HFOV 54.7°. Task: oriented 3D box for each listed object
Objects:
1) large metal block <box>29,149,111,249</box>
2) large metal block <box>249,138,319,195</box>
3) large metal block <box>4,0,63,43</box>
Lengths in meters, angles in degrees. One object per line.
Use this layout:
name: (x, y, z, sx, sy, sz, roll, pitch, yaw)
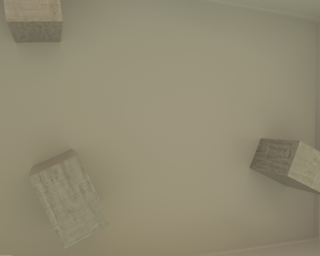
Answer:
large metal block: (-0.101, 0.072, 0.344, 0.050, 0.080, 0.080, -25, 99, -18)
large metal block: (0.195, 0.056, 0.453, 0.080, 0.080, 0.050, 26, 82, -18)
large metal block: (-0.136, -0.141, 0.330, 0.050, 0.080, 0.079, -7, 93, -19)
